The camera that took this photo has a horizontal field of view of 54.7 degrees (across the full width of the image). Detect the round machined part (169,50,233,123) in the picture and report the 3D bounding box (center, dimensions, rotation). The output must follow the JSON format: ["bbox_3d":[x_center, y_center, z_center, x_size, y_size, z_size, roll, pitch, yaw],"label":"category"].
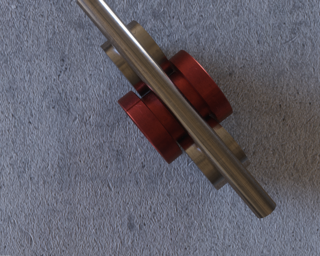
[{"bbox_3d":[0.040,-0.043,0.375,0.042,0.098,0.098,-39,90,5],"label":"round machined part"}]

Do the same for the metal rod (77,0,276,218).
[{"bbox_3d":[0.018,-0.026,0.332,0.025,0.025,0.300,-40,91,0],"label":"metal rod"}]

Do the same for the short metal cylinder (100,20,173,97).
[{"bbox_3d":[-0.028,-0.084,0.383,0.050,0.080,0.080,-39,91,0],"label":"short metal cylinder"}]

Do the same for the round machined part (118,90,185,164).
[{"bbox_3d":[-0.004,-0.007,0.373,0.042,0.098,0.098,-39,91,-4],"label":"round machined part"}]

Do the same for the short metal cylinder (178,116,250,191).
[{"bbox_3d":[0.065,0.030,0.384,0.050,0.080,0.080,-39,91,0],"label":"short metal cylinder"}]
